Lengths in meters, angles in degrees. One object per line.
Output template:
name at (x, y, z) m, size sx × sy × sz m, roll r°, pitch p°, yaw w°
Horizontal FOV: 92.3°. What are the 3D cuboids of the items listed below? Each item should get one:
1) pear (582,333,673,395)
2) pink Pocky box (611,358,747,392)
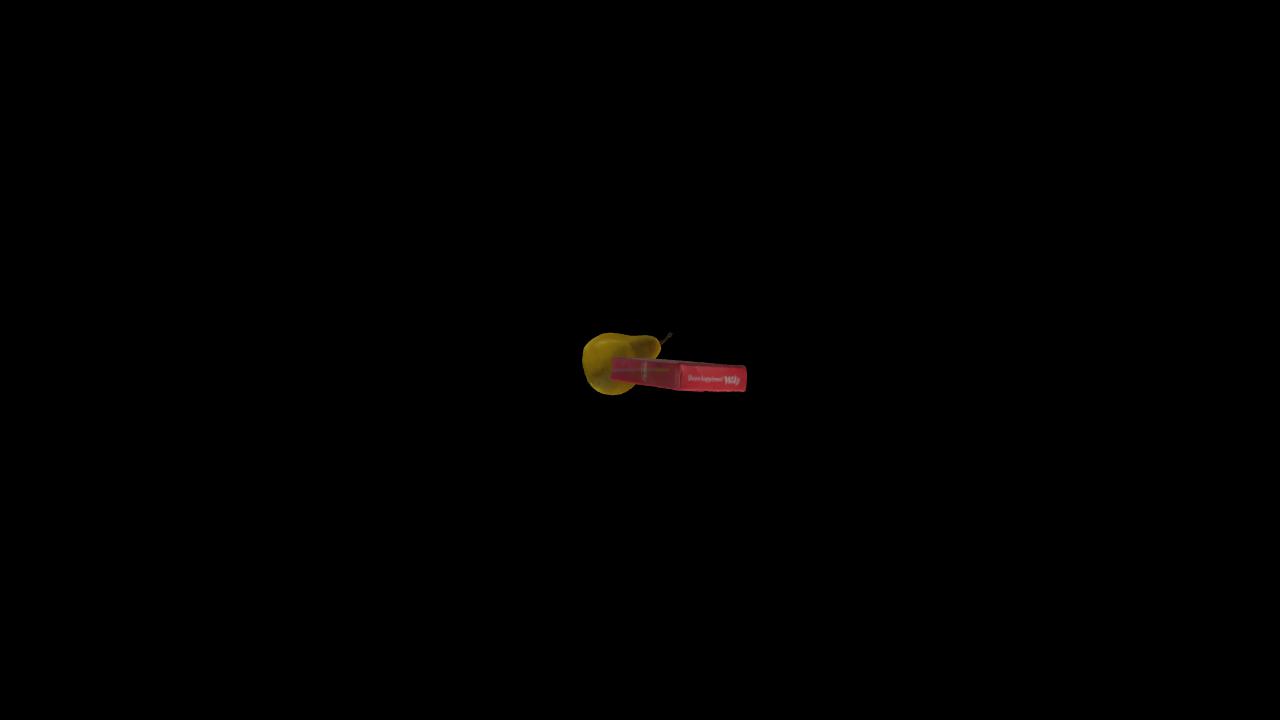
pear at (-0.011, -0.002, 0.736) m, size 0.111 × 0.080 × 0.080 m, roll -16°, pitch -2°, yaw 7°
pink Pocky box at (0.035, 0.014, 0.668) m, size 0.084 × 0.029 × 0.155 m, roll 3°, pitch 1°, yaw -31°
